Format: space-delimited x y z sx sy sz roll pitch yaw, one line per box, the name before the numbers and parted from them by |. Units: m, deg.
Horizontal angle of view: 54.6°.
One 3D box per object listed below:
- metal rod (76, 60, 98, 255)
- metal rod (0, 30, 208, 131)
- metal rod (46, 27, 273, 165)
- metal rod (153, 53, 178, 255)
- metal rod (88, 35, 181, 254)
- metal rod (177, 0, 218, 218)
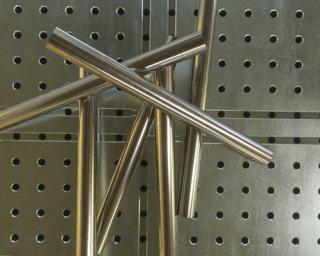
metal rod | -0.093 0.061 0.397 0.025 0.025 0.299 0 84 0
metal rod | -0.090 -0.050 0.380 0.301 0.025 0.025 -19 90 12
metal rod | 0.015 -0.027 0.367 0.301 0.025 0.025 27 90 -19
metal rod | 0.008 0.057 0.399 0.025 0.025 0.298 -2 96 0
metal rod | -0.033 0.021 0.413 0.025 0.025 0.299 21 90 0
metal rod | 0.050 -0.033 0.413 0.025 0.025 0.298 6 90 0
